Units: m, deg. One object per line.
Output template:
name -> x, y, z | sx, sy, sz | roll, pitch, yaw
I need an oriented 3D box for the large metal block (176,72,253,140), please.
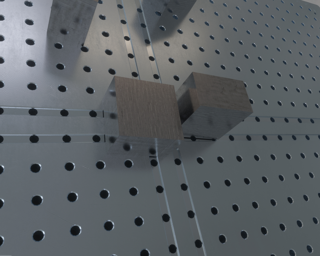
large metal block -> 0.064, -0.026, 0.423 | 0.081, 0.080, 0.050 | 5, 60, -26

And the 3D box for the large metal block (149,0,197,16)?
large metal block -> 0.032, -0.250, 0.542 | 0.081, 0.080, 0.050 | -28, 77, -37

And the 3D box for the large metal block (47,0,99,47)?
large metal block -> -0.111, -0.174, 0.419 | 0.050, 0.080, 0.080 | 18, 55, -18

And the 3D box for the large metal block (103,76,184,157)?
large metal block -> -0.023, -0.012, 0.387 | 0.081, 0.050, 0.080 | 5, 59, -25
